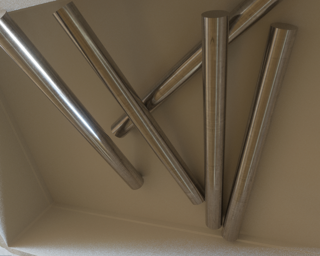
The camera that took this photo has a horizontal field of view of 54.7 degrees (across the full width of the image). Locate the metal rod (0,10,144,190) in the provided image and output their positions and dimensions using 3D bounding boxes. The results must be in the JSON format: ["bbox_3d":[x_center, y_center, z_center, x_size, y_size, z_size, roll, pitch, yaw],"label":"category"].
[{"bbox_3d":[-0.092,-0.006,0.378,0.025,0.025,0.299,1,143,28],"label":"metal rod"}]

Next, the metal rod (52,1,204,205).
[{"bbox_3d":[-0.022,-0.012,0.380,0.025,0.025,0.299,-17,120,35],"label":"metal rod"}]

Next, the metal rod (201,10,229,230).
[{"bbox_3d":[0.065,0.017,0.366,0.025,0.025,0.298,10,129,23],"label":"metal rod"}]

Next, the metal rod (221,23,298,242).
[{"bbox_3d":[0.109,0.030,0.369,0.025,0.025,0.298,16,125,19],"label":"metal rod"}]

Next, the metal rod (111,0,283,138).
[{"bbox_3d":[0.033,-0.069,0.348,0.025,0.025,0.299,47,129,-5],"label":"metal rod"}]
